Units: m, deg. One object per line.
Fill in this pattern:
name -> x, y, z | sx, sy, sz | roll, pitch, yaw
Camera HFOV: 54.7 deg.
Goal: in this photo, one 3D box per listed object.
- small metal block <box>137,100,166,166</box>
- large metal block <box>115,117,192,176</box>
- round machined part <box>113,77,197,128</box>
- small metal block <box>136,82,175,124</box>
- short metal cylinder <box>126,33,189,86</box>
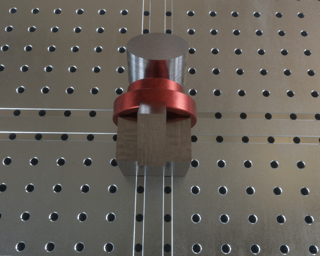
small metal block -> -0.008, 0.003, 0.301 | 0.025, 0.050, 0.050 | 1, 108, 0
large metal block -> -0.007, 0.025, 0.372 | 0.081, 0.080, 0.050 | 1, 70, 0
round machined part -> -0.006, -0.026, 0.371 | 0.099, 0.098, 0.042 | 1, 70, 0
small metal block -> -0.006, -0.034, 0.423 | 0.050, 0.025, 0.050 | 1, 70, 0
short metal cylinder -> -0.003, -0.087, 0.412 | 0.081, 0.050, 0.080 | 1, 40, -1
